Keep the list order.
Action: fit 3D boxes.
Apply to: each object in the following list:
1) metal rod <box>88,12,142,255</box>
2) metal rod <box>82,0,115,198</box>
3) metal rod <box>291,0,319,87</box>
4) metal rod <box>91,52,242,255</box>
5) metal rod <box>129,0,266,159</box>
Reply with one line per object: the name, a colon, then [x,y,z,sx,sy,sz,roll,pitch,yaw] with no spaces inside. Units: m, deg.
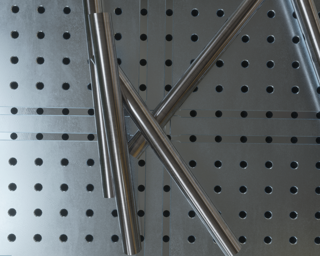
metal rod: [-0.051,0.018,0.377,0.025,0.025,0.298,-6,104,0]
metal rod: [-0.079,-0.058,0.412,0.025,0.025,0.298,-6,90,-1]
metal rod: [0.214,-0.101,0.416,0.025,0.025,0.298,-19,90,0]
metal rod: [0.009,0.033,0.389,0.025,0.025,0.299,-34,93,0]
metal rod: [0.055,-0.083,0.414,0.025,0.025,0.300,39,90,-1]
